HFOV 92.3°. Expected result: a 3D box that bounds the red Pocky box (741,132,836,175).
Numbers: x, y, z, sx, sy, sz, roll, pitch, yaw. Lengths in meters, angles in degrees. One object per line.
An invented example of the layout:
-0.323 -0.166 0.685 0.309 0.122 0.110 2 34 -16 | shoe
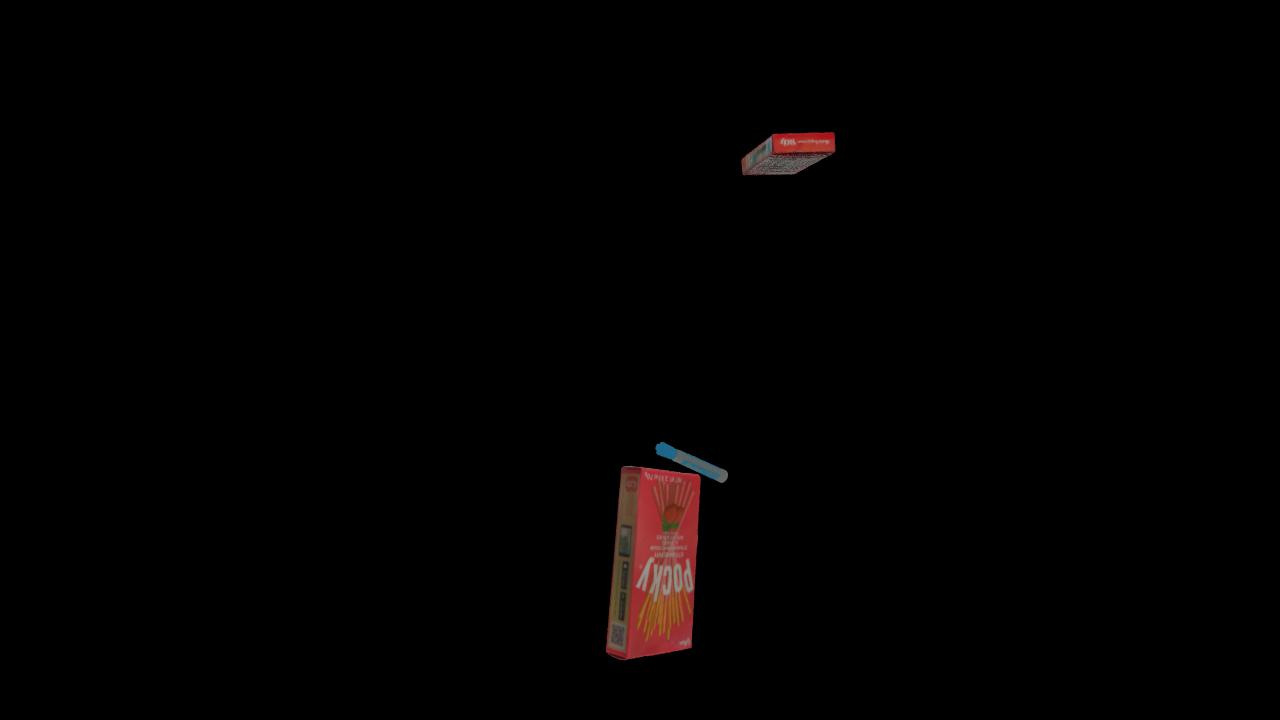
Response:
0.198 -0.279 0.838 0.083 0.028 0.155 -2 7 -5 | red Pocky box

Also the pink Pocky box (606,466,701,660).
0.015 0.174 0.540 0.029 0.155 0.084 -7 -17 44 | pink Pocky box

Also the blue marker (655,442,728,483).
0.071 0.140 0.842 0.121 0.020 0.020 28 -13 -27 | blue marker
